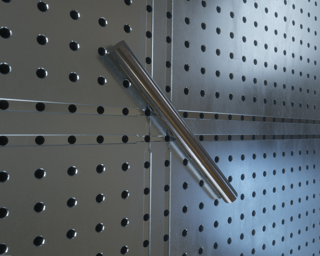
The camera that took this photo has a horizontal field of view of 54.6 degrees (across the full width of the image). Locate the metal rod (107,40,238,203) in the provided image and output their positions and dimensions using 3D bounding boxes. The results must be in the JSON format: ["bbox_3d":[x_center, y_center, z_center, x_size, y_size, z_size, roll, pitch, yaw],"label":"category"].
[{"bbox_3d":[0.031,0.008,0.433,0.300,0.025,0.025,51,60,-28],"label":"metal rod"}]
